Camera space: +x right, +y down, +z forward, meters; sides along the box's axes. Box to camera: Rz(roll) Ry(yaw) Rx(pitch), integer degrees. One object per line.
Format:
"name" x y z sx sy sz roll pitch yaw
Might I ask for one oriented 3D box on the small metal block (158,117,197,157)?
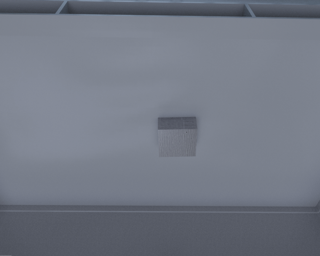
"small metal block" 0.023 0.013 0.420 0.050 0.025 0.050 -1 130 1
